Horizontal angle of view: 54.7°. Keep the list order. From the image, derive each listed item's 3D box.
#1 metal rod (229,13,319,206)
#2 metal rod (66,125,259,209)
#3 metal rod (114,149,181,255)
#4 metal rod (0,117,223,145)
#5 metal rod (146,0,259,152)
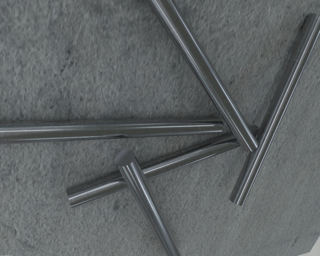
[{"bbox_3d":[0.172,-0.019,0.465,0.025,0.025,0.298,11,105,-34],"label":"metal rod"},{"bbox_3d":[0.019,0.050,0.449,0.302,0.025,0.025,-17,126,-19],"label":"metal rod"},{"bbox_3d":[-0.007,0.136,0.467,0.025,0.025,0.299,-29,135,-10],"label":"metal rod"},{"bbox_3d":[-0.049,0.001,0.381,0.303,0.025,0.025,-2,119,-28],"label":"metal rod"},{"bbox_3d":[0.056,-0.067,0.381,0.025,0.025,0.300,-41,125,-1],"label":"metal rod"}]
